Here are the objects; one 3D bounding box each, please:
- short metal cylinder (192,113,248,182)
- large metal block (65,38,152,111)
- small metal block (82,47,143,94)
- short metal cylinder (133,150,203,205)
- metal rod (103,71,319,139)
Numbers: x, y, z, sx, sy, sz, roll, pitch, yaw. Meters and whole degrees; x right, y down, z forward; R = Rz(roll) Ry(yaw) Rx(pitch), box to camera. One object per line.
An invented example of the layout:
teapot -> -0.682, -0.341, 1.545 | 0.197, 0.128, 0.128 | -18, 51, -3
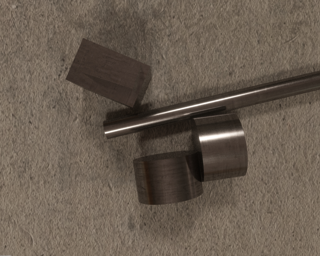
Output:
short metal cylinder -> 0.071, 0.023, 0.384 | 0.050, 0.080, 0.080 | -8, 90, 0
large metal block -> -0.058, -0.061, 0.382 | 0.080, 0.080, 0.050 | 23, 90, -1
small metal block -> -0.046, -0.057, 0.317 | 0.050, 0.050, 0.025 | 18, 90, -1
short metal cylinder -> 0.010, 0.059, 0.383 | 0.081, 0.080, 0.050 | -8, 90, 0
metal rod -> 0.075, -0.032, 0.410 | 0.302, 0.025, 0.025 | -13, 90, -1
